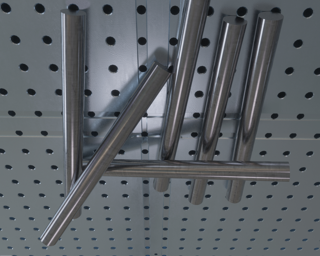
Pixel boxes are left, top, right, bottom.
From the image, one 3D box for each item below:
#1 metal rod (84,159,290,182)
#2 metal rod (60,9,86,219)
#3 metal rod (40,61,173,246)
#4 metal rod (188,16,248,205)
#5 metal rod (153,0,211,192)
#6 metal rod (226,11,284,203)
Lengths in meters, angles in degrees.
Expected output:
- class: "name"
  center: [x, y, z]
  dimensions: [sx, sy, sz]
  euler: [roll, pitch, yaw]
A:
- class: "metal rod"
  center: [0.014, 0.056, 0.422]
  dimensions: [0.301, 0.025, 0.025]
  euler: [-1, 131, 15]
- class: "metal rod"
  center: [-0.110, 0.006, 0.393]
  dimensions: [0.025, 0.025, 0.298]
  euler: [7, 123, -6]
- class: "metal rod"
  center: [-0.079, 0.046, 0.401]
  dimensions: [0.025, 0.025, 0.299]
  euler: [28, 110, -22]
- class: "metal rod"
  center: [0.068, 0.003, 0.414]
  dimensions: [0.025, 0.025, 0.298]
  euler: [3, 130, -2]
- class: "metal rod"
  center: [0.020, -0.022, 0.392]
  dimensions: [0.025, 0.025, 0.298]
  euler: [5, 130, -5]
- class: "metal rod"
  center: [0.117, 0.000, 0.411]
  dimensions: [0.025, 0.025, 0.298]
  euler: [-1, 130, 1]
